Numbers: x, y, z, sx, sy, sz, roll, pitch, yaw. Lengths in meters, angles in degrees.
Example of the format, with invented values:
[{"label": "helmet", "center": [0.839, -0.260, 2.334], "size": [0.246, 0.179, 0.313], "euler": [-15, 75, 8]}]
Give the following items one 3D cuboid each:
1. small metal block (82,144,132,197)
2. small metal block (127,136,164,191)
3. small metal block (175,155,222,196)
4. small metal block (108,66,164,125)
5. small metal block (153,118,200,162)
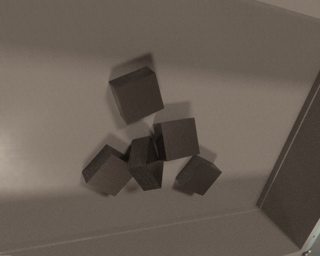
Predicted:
[{"label": "small metal block", "center": [-0.065, 0.057, 0.410], "size": [0.050, 0.025, 0.050], "euler": [-48, 129, 5]}, {"label": "small metal block", "center": [-0.017, 0.047, 0.410], "size": [0.025, 0.050, 0.050], "euler": [-13, 132, 19]}, {"label": "small metal block", "center": [0.062, 0.075, 0.491], "size": [0.050, 0.025, 0.050], "euler": [29, 102, -38]}, {"label": "small metal block", "center": [-0.027, -0.039, 0.371], "size": [0.050, 0.025, 0.050], "euler": [-25, 128, -13]}, {"label": "small metal block", "center": [0.022, 0.015, 0.417], "size": [0.050, 0.025, 0.050], "euler": [-10, 92, -25]}]
